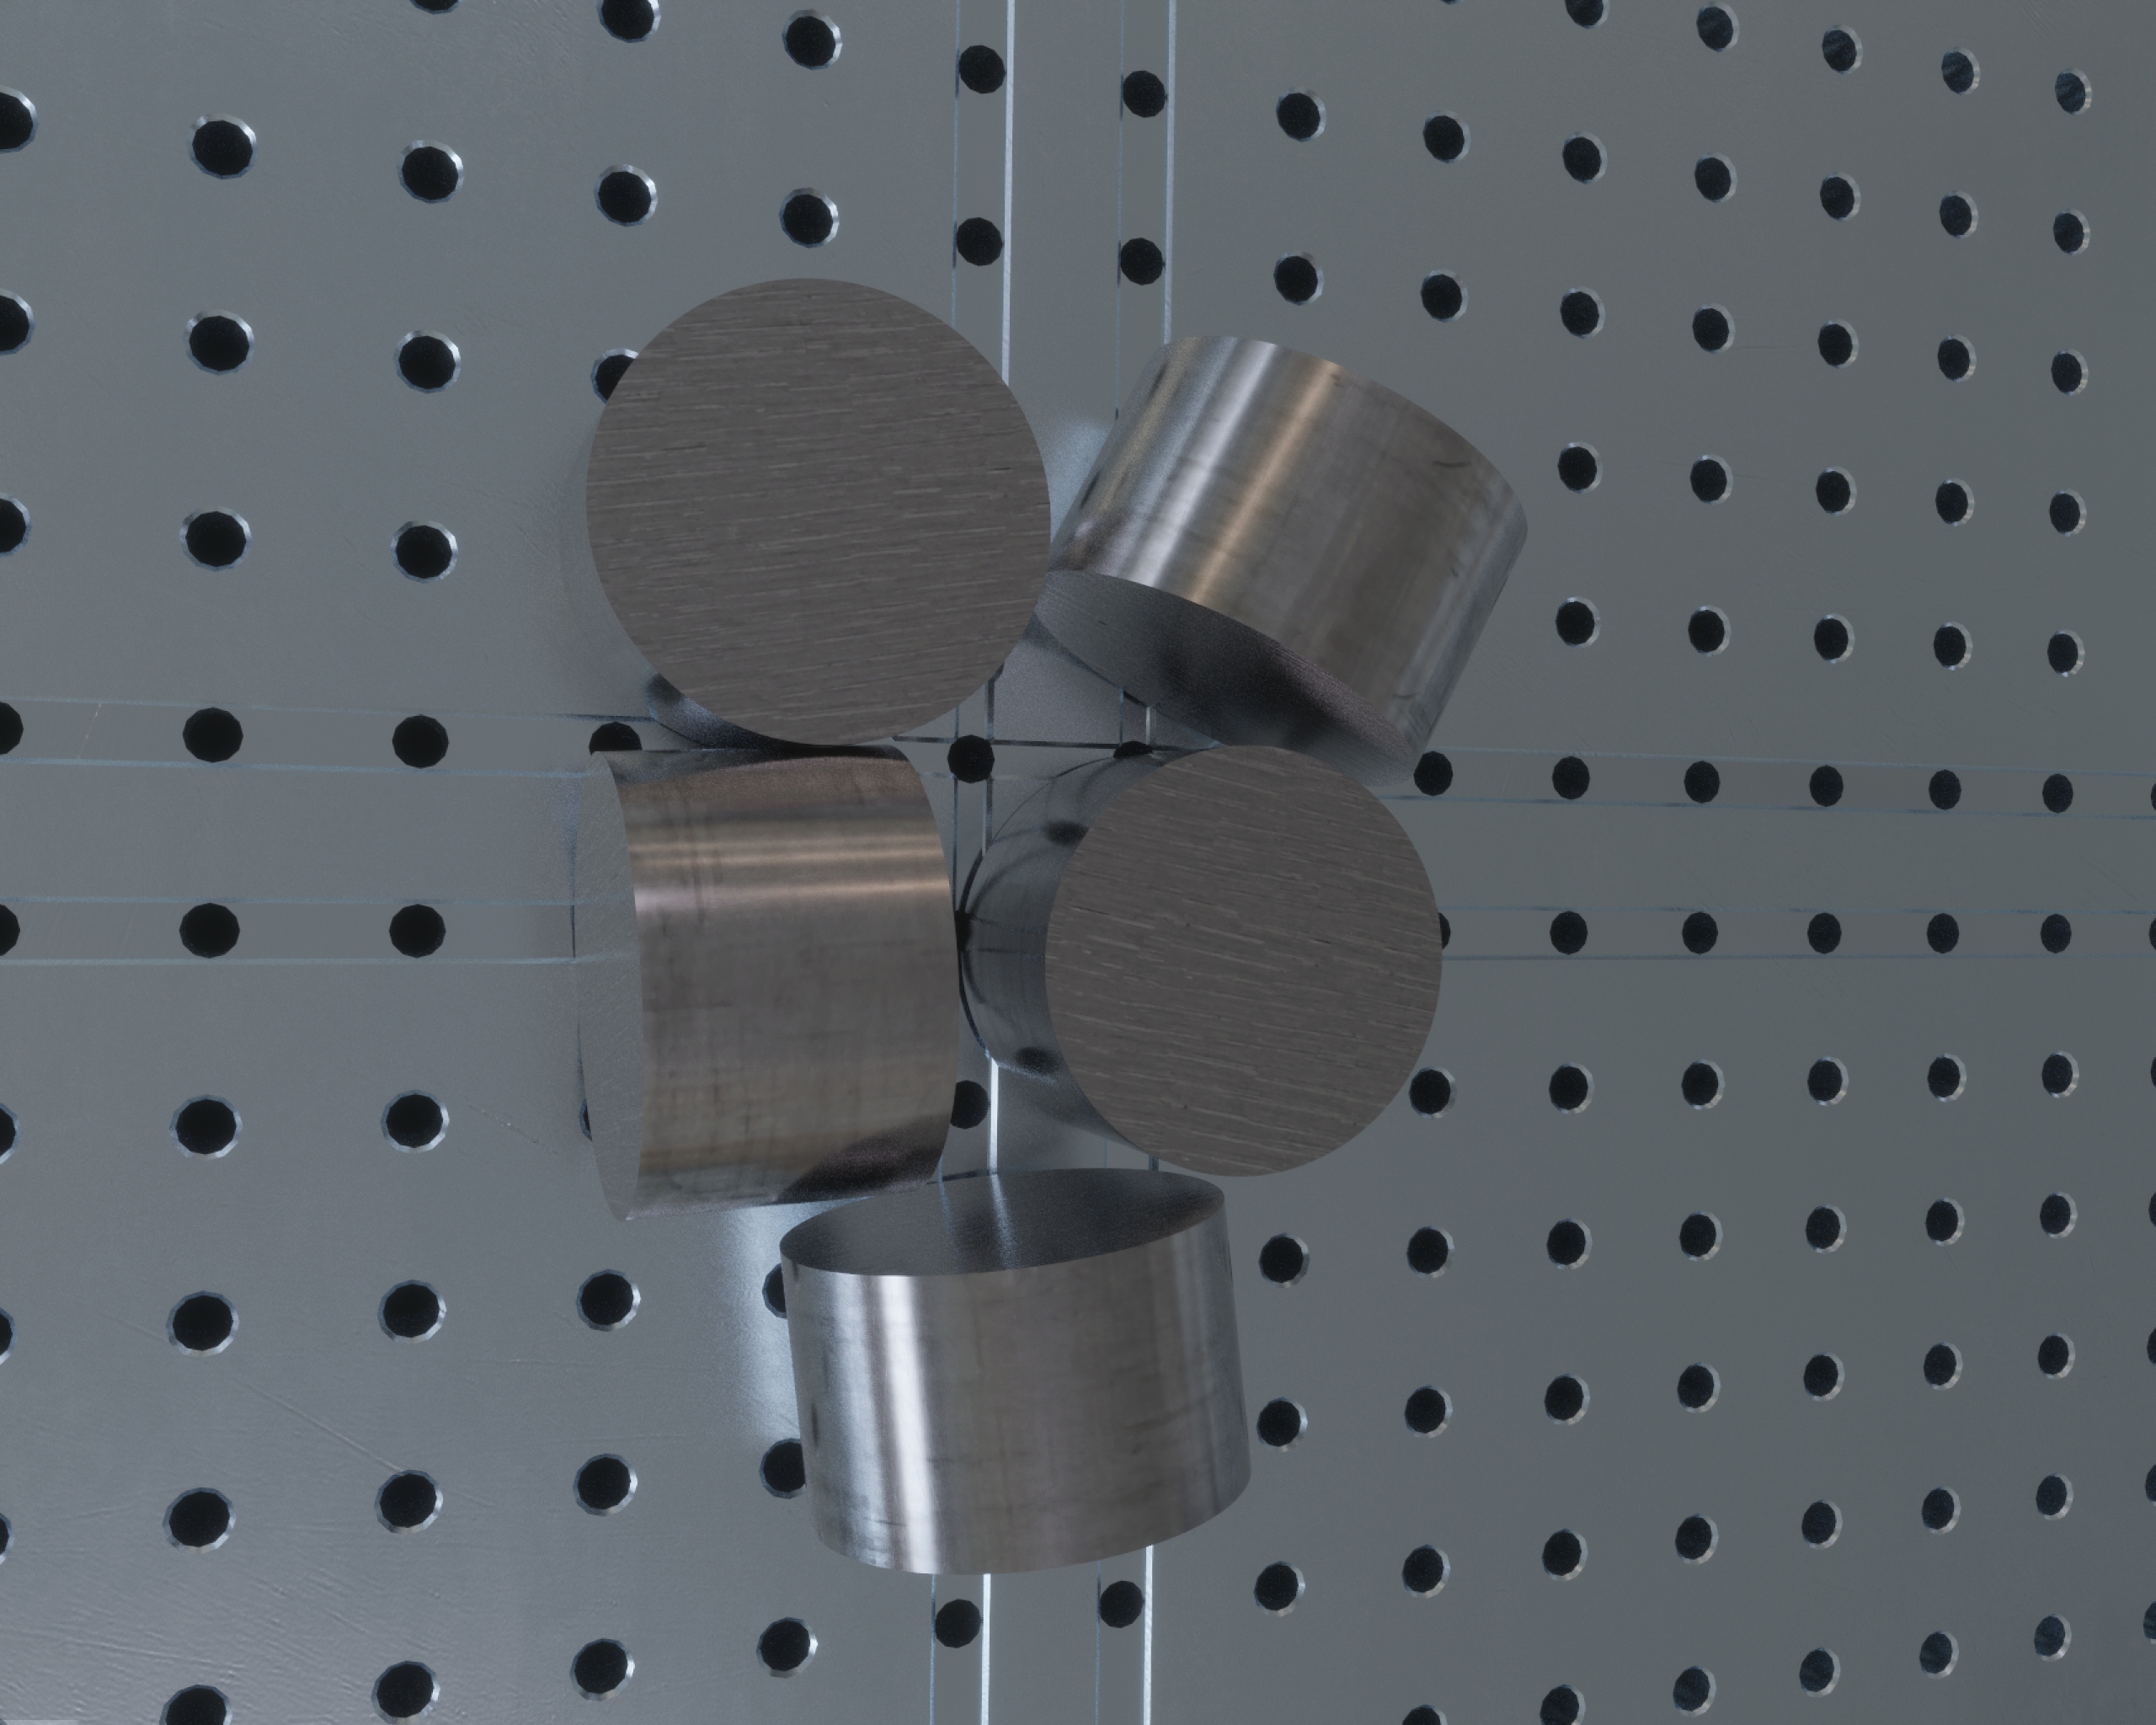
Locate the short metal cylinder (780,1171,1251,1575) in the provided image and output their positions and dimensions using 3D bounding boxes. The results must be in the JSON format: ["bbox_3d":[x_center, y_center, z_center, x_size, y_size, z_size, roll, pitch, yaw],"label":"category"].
[{"bbox_3d":[-0.011,0.089,0.379,0.081,0.080,0.050,-7,93,-20],"label":"short metal cylinder"}]

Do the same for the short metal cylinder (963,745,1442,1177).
[{"bbox_3d":[0.023,0.018,0.408,0.081,0.050,0.079,0,91,-21],"label":"short metal cylinder"}]

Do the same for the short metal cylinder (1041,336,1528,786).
[{"bbox_3d":[0.038,-0.056,0.397,0.080,0.080,0.050,30,80,-18],"label":"short metal cylinder"}]

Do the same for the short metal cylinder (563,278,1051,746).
[{"bbox_3d":[-0.051,-0.060,0.380,0.081,0.050,0.079,0,90,-19],"label":"short metal cylinder"}]

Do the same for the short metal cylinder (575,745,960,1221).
[{"bbox_3d":[-0.057,0.020,0.363,0.050,0.080,0.079,-3,91,-21],"label":"short metal cylinder"}]
